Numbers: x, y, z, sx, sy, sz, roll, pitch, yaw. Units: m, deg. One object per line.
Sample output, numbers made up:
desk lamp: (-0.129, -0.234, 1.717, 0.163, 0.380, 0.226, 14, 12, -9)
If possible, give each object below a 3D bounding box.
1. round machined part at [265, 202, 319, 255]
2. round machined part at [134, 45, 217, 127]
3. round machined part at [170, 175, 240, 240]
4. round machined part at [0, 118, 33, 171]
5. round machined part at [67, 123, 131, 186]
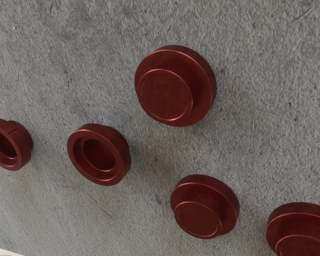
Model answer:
round machined part: (0.184, 0.145, 0.388, 0.098, 0.042, 0.097, 13, 124, 21)
round machined part: (0.013, -0.043, 0.362, 0.098, 0.042, 0.097, 13, 124, 21)
round machined part: (0.059, 0.117, 0.437, 0.098, 0.042, 0.097, 13, 124, 21)
round machined part: (-0.268, 0.025, 0.553, 0.098, 0.042, 0.097, 13, 124, 21)
round machined part: (-0.085, 0.035, 0.463, 0.098, 0.042, 0.097, 13, 124, 21)
